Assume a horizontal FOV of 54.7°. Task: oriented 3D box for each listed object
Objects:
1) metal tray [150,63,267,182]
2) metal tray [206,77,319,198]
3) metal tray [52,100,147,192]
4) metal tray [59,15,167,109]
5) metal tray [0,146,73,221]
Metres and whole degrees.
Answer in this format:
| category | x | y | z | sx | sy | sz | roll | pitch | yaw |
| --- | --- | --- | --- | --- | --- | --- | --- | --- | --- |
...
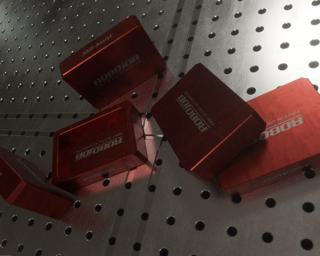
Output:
| category | x | y | z | sx | sy | sz | roll | pitch | yaw |
| --- | --- | --- | --- | --- | --- | --- | --- | --- | --- |
| metal tray | 0.048 | -0.013 | 0.359 | 0.090 | 0.030 | 0.130 | -44 | 37 | 10 |
| metal tray | 0.117 | 0.010 | 0.337 | 0.130 | 0.030 | 0.090 | -24 | 53 | 12 |
| metal tray | -0.088 | 0.025 | 0.433 | 0.130 | 0.030 | 0.090 | -22 | 54 | 14 |
| metal tray | -0.067 | -0.092 | 0.456 | 0.130 | 0.090 | 0.030 | -31 | 52 | 8 |
| metal tray | -0.189 | 0.069 | 0.420 | 0.130 | 0.090 | 0.030 | 27 | 77 | 37 |
